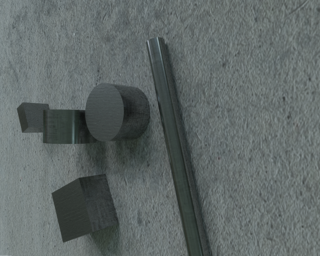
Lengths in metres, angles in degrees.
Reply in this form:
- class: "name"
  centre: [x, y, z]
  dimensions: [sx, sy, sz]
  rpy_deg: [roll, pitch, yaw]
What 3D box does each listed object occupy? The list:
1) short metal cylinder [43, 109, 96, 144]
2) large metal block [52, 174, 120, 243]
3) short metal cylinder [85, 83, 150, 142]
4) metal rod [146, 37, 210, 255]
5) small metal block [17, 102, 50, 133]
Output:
- class: "short metal cylinder"
  centre: [-0.141, -0.002, 0.485]
  dimensions: [0.080, 0.081, 0.050]
  rpy_deg: [1, 91, 40]
- class: "large metal block"
  centre: [-0.119, 0.126, 0.487]
  dimensions: [0.080, 0.050, 0.080]
  rpy_deg: [-30, 71, 36]
- class: "short metal cylinder"
  centre: [-0.061, -0.021, 0.439]
  dimensions: [0.080, 0.050, 0.080]
  rpy_deg: [0, 90, 40]
- class: "metal rod"
  centre: [0.022, 0.031, 0.386]
  dimensions: [0.025, 0.025, 0.299]
  rpy_deg: [-18, 78, 38]
- class: "small metal block"
  centre: [-0.234, -0.019, 0.582]
  dimensions: [0.025, 0.050, 0.050]
  rpy_deg: [-31, 71, 36]
